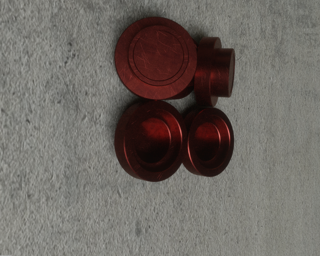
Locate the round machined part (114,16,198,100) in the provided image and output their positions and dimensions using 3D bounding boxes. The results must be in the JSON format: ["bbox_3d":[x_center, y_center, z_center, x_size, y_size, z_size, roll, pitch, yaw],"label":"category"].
[{"bbox_3d":[-0.004,-0.081,0.363,0.099,0.042,0.097,0,93,-7],"label":"round machined part"}]

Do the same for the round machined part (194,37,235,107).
[{"bbox_3d":[0.081,-0.078,0.437,0.098,0.042,0.097,5,91,-71],"label":"round machined part"}]

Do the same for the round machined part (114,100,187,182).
[{"bbox_3d":[-0.015,0.015,0.384,0.099,0.042,0.097,0,90,-40],"label":"round machined part"}]

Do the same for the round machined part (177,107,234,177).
[{"bbox_3d":[0.060,0.020,0.448,0.099,0.042,0.097,0,90,-40],"label":"round machined part"}]

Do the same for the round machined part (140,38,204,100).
[{"bbox_3d":[0.020,-0.087,0.413,0.099,0.042,0.097,0,90,-40],"label":"round machined part"}]
